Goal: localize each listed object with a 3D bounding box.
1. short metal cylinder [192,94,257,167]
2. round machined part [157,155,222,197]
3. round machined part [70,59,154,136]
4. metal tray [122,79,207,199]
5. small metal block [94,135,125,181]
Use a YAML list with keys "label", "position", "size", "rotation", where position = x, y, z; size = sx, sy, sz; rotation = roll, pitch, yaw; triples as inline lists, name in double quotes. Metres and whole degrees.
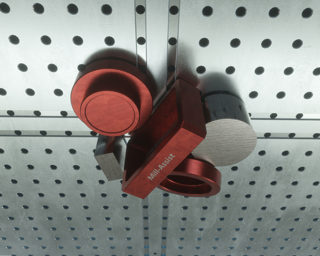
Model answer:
- label: "short metal cylinder"
  position: [0.076, 0.004, 0.394]
  size: [0.081, 0.050, 0.079]
  rotation: [0, 130, 0]
- label: "round machined part"
  position: [0.037, 0.060, 0.432]
  size: [0.099, 0.042, 0.098]
  rotation: [9, 152, 5]
- label: "round machined part"
  position: [-0.057, -0.028, 0.370]
  size: [0.099, 0.042, 0.097]
  rotation: [0, 130, 0]
- label: "metal tray"
  position: [0.001, 0.014, 0.376]
  size: [0.030, 0.090, 0.129]
  rotation: [26, 125, -21]
- label: "small metal block"
  position: [-0.064, 0.035, 0.419]
  size: [0.025, 0.050, 0.050]
  rotation: [-12, 129, 10]
